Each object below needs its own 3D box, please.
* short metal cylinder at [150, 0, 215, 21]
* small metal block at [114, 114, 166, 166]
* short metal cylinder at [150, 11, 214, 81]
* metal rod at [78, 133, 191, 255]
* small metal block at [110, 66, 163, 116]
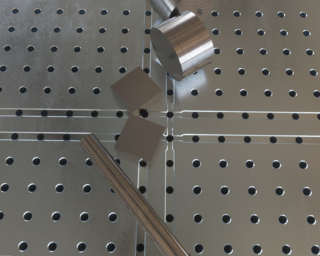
[{"bbox_3d":[0.032,-0.185,0.450,0.080,0.080,0.050,-29,73,-10],"label":"short metal cylinder"},{"bbox_3d":[-0.025,0.016,0.406,0.050,0.025,0.050,21,71,7],"label":"small metal block"},{"bbox_3d":[0.029,-0.111,0.423,0.050,0.080,0.080,-32,73,-11],"label":"short metal cylinder"},{"bbox_3d":[-0.001,0.124,0.366,0.025,0.025,0.300,-38,74,-13],"label":"metal rod"},{"bbox_3d":[-0.032,-0.049,0.429,0.050,0.025,0.050,-38,75,-13],"label":"small metal block"}]
